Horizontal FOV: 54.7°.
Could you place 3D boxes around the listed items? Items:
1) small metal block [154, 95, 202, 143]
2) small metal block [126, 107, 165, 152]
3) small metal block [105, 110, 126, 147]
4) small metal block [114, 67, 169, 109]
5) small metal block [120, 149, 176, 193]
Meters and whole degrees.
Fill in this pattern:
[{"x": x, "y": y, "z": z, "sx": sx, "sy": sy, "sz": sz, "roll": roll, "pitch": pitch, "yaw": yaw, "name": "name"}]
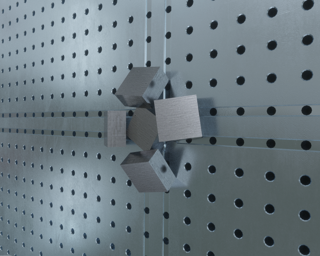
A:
[{"x": 0.022, "y": -0.010, "z": 0.374, "sx": 0.050, "sy": 0.025, "sz": 0.050, "roll": -8, "pitch": 84, "yaw": 4, "name": "small metal block"}, {"x": -0.014, "y": 0.000, "z": 0.419, "sx": 0.050, "sy": 0.025, "sz": 0.050, "roll": 38, "pitch": 113, "yaw": 33, "name": "small metal block"}, {"x": -0.065, "y": 0.001, "z": 0.446, "sx": 0.050, "sy": 0.025, "sz": 0.050, "roll": 180, "pitch": 90, "yaw": -74, "name": "small metal block"}, {"x": -0.024, "y": -0.054, "z": 0.411, "sx": 0.050, "sy": 0.025, "sz": 0.050, "roll": 8, "pitch": 59, "yaw": 39, "name": "small metal block"}, {"x": -0.015, "y": 0.057, "z": 0.404, "sx": 0.050, "sy": 0.025, "sz": 0.050, "roll": -11, "pitch": 119, "yaw": 39, "name": "small metal block"}]
